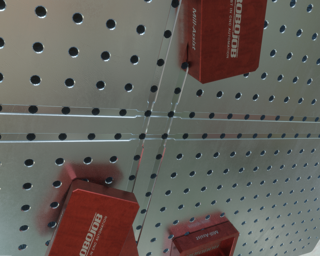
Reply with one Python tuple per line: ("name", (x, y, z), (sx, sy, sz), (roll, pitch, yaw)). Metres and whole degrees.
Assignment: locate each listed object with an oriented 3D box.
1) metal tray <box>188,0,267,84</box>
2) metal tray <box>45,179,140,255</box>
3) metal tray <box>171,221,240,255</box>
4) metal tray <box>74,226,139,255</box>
("metal tray", (0.081, -0.126, 0.374), (0.091, 0.030, 0.129), (-16, 125, -19))
("metal tray", (-0.093, 0.142, 0.417), (0.091, 0.030, 0.129), (19, 99, -20))
("metal tray", (0.085, 0.239, 0.600), (0.131, 0.030, 0.089), (-9, 122, -24))
("metal tray", (-0.082, 0.199, 0.485), (0.091, 0.030, 0.129), (-19, 126, -18))
